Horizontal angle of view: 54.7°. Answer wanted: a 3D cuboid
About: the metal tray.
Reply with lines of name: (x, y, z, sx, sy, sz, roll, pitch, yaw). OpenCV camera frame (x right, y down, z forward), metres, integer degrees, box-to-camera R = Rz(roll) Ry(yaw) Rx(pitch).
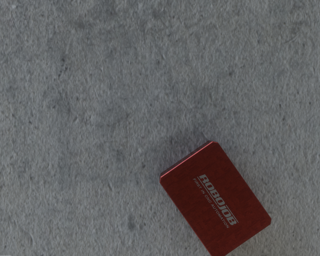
metal tray: (0.071, 0.093, 0.409, 0.090, 0.030, 0.130, -35, 90, -1)
